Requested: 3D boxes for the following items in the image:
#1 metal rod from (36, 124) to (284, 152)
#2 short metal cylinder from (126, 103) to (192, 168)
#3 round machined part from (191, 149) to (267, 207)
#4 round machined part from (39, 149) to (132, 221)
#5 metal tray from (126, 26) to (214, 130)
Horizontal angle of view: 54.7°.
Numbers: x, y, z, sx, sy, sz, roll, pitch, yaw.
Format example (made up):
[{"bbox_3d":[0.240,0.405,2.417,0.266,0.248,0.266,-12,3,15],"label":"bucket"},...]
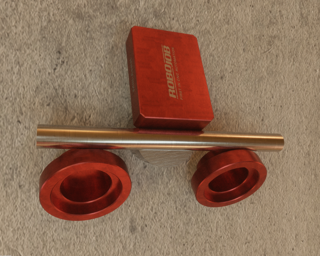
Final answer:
[{"bbox_3d":[0.017,0.014,0.365,0.303,0.025,0.025,2,89,-21],"label":"metal rod"},{"bbox_3d":[0.001,0.008,0.399,0.081,0.050,0.079,0,90,-21],"label":"short metal cylinder"},{"bbox_3d":[0.088,0.061,0.417,0.099,0.042,0.097,-10,136,-10],"label":"round machined part"},{"bbox_3d":[-0.085,0.059,0.353,0.099,0.042,0.097,-11,132,-12],"label":"round machined part"},{"bbox_3d":[0.009,-0.062,0.383,0.091,0.030,0.130,2,63,-20],"label":"metal tray"}]
